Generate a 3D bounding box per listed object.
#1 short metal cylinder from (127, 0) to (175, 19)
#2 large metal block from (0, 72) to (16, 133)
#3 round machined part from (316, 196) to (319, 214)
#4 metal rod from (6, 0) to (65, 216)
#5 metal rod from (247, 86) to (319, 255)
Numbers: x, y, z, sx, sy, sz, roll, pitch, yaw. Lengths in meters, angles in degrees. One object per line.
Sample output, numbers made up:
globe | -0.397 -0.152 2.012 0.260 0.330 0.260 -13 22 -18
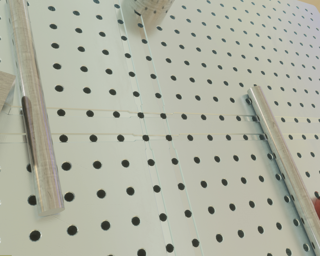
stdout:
short metal cylinder | -0.012 -0.235 0.531 0.081 0.050 0.080 14 56 -21
large metal block | -0.196 -0.019 0.298 0.081 0.050 0.080 17 55 -19
round machined part | 0.290 0.141 0.471 0.099 0.042 0.098 14 56 -21
metal rod | -0.150 -0.049 0.358 0.025 0.025 0.299 -5 64 -31
metal rod | 0.199 0.065 0.478 0.025 0.025 0.299 -1 62 -29
